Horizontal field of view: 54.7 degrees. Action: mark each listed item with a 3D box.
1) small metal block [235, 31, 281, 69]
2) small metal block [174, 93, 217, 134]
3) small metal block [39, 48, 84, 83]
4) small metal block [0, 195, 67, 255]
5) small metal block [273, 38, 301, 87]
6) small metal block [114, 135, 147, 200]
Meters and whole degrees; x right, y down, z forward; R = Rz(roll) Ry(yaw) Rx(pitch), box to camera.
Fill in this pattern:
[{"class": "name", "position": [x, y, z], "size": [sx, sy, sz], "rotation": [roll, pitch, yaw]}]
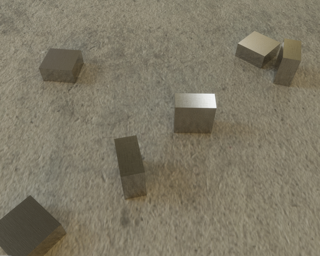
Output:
[{"class": "small metal block", "position": [0.163, -0.131, 0.515], "size": [0.050, 0.025, 0.050], "rotation": [36, 58, 26]}, {"class": "small metal block", "position": [0.044, -0.018, 0.403], "size": [0.050, 0.050, 0.025], "rotation": [1, 50, 0]}, {"class": "small metal block", "position": [-0.152, -0.098, 0.483], "size": [0.050, 0.025, 0.050], "rotation": [5, 50, 4]}, {"class": "small metal block", "position": [-0.133, 0.105, 0.313], "size": [0.050, 0.025, 0.050], "rotation": [32, 57, 24]}, {"class": "small metal block", "position": [0.194, -0.100, 0.474], "size": [0.025, 0.050, 0.050], "rotation": [13, 51, 11]}, {"class": "small metal block", "position": [-0.033, 0.045, 0.349], "size": [0.025, 0.050, 0.050], "rotation": [-10, 51, -8]}]
